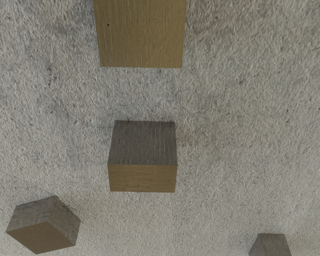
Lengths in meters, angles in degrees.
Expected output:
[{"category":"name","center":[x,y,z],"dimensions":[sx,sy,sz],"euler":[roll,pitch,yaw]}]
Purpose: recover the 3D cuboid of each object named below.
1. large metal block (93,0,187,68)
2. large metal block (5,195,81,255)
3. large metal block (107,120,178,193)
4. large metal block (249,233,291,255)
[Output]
[{"category":"large metal block","center":[-0.018,-0.106,0.300],"dimensions":[0.081,0.050,0.079],"euler":[1,130,-1]},{"category":"large metal block","center":[-0.197,0.168,0.532],"dimensions":[0.080,0.050,0.080],"euler":[-17,128,14]},{"category":"large metal block","center":[-0.021,0.035,0.401],"dimensions":[0.081,0.080,0.050],"euler":[2,130,-2]},{"category":"large metal block","center":[0.214,0.261,0.595],"dimensions":[0.050,0.080,0.079],"euler":[3,130,-3]}]
